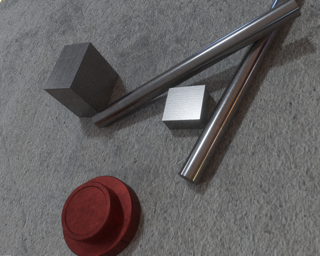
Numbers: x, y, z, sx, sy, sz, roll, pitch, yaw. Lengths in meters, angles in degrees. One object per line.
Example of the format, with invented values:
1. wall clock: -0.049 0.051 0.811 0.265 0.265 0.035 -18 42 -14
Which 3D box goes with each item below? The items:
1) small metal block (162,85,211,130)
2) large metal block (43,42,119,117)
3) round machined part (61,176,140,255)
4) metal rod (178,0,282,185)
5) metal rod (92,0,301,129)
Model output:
1. small metal block: 0.035 -0.026 0.400 0.050 0.025 0.050 -2 61 27
2. large metal block: -0.115 -0.070 0.470 0.050 0.080 0.080 1 63 29
3. round machined part: -0.076 0.103 0.369 0.098 0.042 0.098 -13 56 20
4. metal rod: 0.106 -0.066 0.388 0.025 0.025 0.300 20 72 35
5. metal rod: 0.034 -0.077 0.412 0.300 0.025 0.025 -28 52 17
